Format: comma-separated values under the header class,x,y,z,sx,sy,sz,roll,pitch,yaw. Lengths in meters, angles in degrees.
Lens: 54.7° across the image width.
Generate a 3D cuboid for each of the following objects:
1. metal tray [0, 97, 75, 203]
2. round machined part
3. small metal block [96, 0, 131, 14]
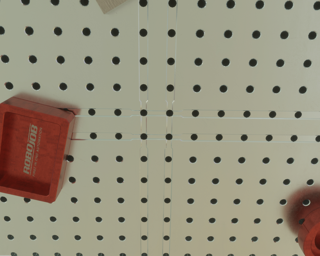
class,x,y,z,sx,sy,sz,roll,pitch,yaw
metal tray,-0.174,0.032,0.420,0.091,0.030,0.129,14,109,-6
round machined part,0.256,0.158,0.465,0.099,0.042,0.097,0,110,0
small metal block,-0.054,-0.165,0.352,0.050,0.025,0.050,-27,108,9
